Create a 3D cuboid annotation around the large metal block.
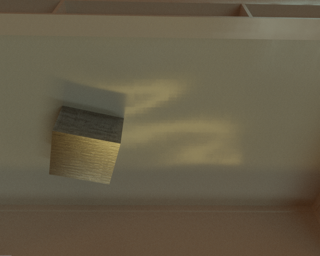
[{"bbox_3d":[-0.098,0.024,0.412,0.081,0.050,0.079,12,129,-11],"label":"large metal block"}]
